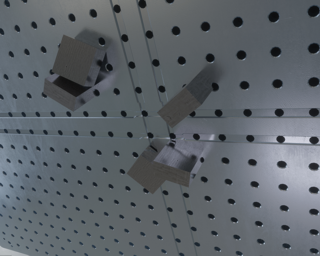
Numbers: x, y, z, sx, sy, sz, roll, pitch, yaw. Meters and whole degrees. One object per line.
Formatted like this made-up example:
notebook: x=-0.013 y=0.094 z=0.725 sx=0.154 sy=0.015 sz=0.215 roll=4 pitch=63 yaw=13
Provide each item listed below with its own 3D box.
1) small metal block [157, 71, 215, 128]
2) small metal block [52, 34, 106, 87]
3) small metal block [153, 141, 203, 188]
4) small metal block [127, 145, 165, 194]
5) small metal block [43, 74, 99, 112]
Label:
small metal block: x=0.031 y=-0.033 z=0.359 sx=0.025 sy=0.050 sz=0.050 roll=47 pitch=129 yaw=-4
small metal block: x=-0.105 y=-0.086 z=0.402 sx=0.050 sy=0.025 sz=0.050 roll=25 pitch=102 yaw=13
small metal block: x=0.024 y=0.047 z=0.411 sx=0.050 sy=0.050 sz=0.025 roll=16 pitch=125 yaw=19
small metal block: x=-0.014 y=0.062 z=0.458 sx=0.050 sy=0.025 sz=0.050 roll=38 pitch=129 yaw=2
small metal block: x=-0.122 y=-0.055 z=0.426 sx=0.050 sy=0.050 sz=0.025 roll=31 pitch=129 yaw=8
